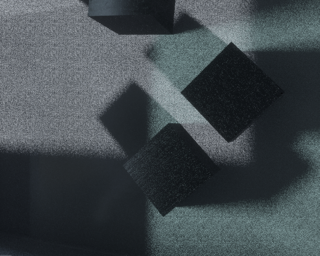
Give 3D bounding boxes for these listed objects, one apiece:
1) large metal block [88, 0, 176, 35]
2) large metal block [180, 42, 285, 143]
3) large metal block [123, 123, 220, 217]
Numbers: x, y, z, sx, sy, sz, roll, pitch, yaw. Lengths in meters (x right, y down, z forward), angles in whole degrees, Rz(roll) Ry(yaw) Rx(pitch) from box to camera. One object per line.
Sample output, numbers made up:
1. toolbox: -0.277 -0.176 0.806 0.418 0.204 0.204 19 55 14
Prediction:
1. large metal block: -0.032 -0.154 0.393 0.080 0.080 0.050 6 92 20
2. large metal block: 0.086 -0.040 0.367 0.080 0.050 0.080 -45 76 14
3. large metal block: 0.015 0.050 0.392 0.080 0.050 0.080 -44 77 15
